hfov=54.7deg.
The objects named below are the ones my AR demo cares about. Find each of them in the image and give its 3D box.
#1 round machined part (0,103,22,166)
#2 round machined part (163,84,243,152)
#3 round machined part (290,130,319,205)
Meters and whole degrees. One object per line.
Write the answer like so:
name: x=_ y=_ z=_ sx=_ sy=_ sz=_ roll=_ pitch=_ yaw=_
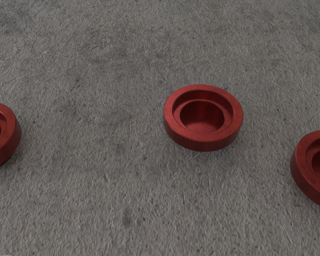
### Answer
round machined part: x=-0.219 y=0.016 z=0.377 sx=0.099 sy=0.042 sz=0.098 roll=0 pitch=50 yaw=0
round machined part: x=0.053 y=-0.008 z=0.399 sx=0.099 sy=0.042 sz=0.098 roll=0 pitch=50 yaw=0
round machined part: x=0.197 y=0.052 z=0.350 sx=0.099 sy=0.042 sz=0.098 roll=0 pitch=50 yaw=0
